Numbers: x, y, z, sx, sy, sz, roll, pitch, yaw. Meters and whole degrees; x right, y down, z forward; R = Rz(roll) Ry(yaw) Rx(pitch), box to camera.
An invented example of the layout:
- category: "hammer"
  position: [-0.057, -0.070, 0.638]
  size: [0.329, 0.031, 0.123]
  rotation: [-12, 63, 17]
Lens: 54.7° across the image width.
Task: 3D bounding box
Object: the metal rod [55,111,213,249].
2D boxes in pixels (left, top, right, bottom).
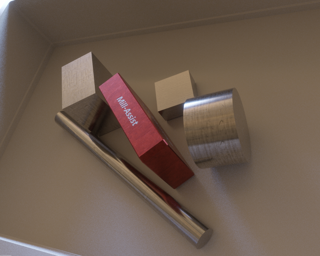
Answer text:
- category: "metal rod"
  position: [-0.055, 0.048, 0.402]
  size: [0.300, 0.025, 0.025]
  rotation: [32, 80, 37]

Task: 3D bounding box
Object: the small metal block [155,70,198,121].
- category: "small metal block"
  position: [0.023, -0.044, 0.416]
  size: [0.050, 0.025, 0.050]
  rotation: [-18, 55, 17]

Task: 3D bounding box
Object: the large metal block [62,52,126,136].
- category: "large metal block"
  position: [-0.094, -0.047, 0.444]
  size: [0.050, 0.080, 0.080]
  rotation: [-24, 53, 14]

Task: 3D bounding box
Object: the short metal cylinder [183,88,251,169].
- category: "short metal cylinder"
  position: [0.063, 0.001, 0.334]
  size: [0.050, 0.080, 0.080]
  rotation: [-11, 57, 23]

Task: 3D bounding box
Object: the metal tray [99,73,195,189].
- category: "metal tray"
  position: [-0.017, 0.002, 0.367]
  size: [0.030, 0.090, 0.130]
  rotation: [-37, 51, 3]
